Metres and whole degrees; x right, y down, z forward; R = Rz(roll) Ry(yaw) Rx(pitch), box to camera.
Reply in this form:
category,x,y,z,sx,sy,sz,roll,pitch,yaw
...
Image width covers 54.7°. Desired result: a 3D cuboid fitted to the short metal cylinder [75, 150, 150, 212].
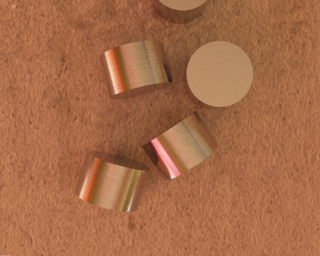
category,x,y,z,sx,sy,sz,roll,pitch,yaw
short metal cylinder,-0.058,0.064,0.382,0.080,0.080,0.050,17,90,-1

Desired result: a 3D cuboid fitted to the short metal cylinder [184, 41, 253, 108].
category,x,y,z,sx,sy,sz,roll,pitch,yaw
short metal cylinder,0.072,-0.065,0.398,0.081,0.050,0.079,0,90,-1

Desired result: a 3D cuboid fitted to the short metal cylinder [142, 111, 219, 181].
category,x,y,z,sx,sy,sz,roll,pitch,yaw
short metal cylinder,0.025,0.021,0.383,0.080,0.080,0.050,-33,90,0

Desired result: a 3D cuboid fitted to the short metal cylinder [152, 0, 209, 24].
category,x,y,z,sx,sy,sz,roll,pitch,yaw
short metal cylinder,0.027,-0.182,0.398,0.081,0.050,0.079,0,90,-1

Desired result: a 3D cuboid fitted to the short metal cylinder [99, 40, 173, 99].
category,x,y,z,sx,sy,sz,roll,pitch,yaw
short metal cylinder,-0.029,-0.070,0.382,0.080,0.080,0.050,-14,90,0
